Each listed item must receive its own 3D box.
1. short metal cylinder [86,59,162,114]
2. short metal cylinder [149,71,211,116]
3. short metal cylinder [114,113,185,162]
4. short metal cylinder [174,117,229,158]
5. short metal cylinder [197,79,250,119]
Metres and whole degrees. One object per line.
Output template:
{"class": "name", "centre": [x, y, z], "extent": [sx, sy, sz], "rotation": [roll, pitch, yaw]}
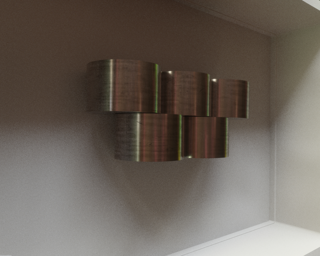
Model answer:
{"class": "short metal cylinder", "centre": [-0.039, -0.041, 0.336], "extent": [0.081, 0.080, 0.050], "rotation": [1, 90, -40]}
{"class": "short metal cylinder", "centre": [0.024, -0.039, 0.388], "extent": [0.081, 0.080, 0.050], "rotation": [1, 90, -40]}
{"class": "short metal cylinder", "centre": [-0.012, 0.010, 0.358], "extent": [0.081, 0.080, 0.050], "rotation": [1, 90, -40]}
{"class": "short metal cylinder", "centre": [0.051, 0.012, 0.411], "extent": [0.081, 0.080, 0.050], "rotation": [1, 90, -40]}
{"class": "short metal cylinder", "centre": [0.086, -0.038, 0.440], "extent": [0.081, 0.080, 0.050], "rotation": [2, 89, -40]}
